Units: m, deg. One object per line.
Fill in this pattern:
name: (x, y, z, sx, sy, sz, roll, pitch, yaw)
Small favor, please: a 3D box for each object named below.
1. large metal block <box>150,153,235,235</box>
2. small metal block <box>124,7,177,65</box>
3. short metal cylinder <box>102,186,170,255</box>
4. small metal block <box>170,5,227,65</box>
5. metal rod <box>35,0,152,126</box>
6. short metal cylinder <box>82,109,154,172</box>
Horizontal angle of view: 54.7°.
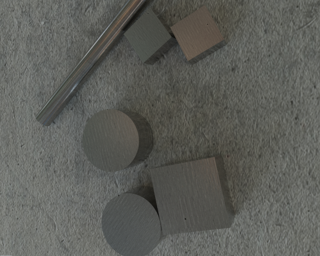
large metal block: (0.041, 0.080, 0.381, 0.080, 0.050, 0.080, -13, 86, 19)
small metal block: (-0.012, -0.120, 0.410, 0.050, 0.025, 0.050, -38, 78, 23)
short metal cylinder: (-0.028, 0.120, 0.406, 0.080, 0.050, 0.080, 0, 90, 20)
small metal block: (0.049, -0.116, 0.392, 0.050, 0.025, 0.050, -29, 81, 17)
metal rod: (-0.079, -0.118, 0.436, 0.025, 0.025, 0.299, 46, 104, 14)
short metal cylinder: (-0.055, 0.016, 0.415, 0.080, 0.050, 0.080, 0, 90, 20)
